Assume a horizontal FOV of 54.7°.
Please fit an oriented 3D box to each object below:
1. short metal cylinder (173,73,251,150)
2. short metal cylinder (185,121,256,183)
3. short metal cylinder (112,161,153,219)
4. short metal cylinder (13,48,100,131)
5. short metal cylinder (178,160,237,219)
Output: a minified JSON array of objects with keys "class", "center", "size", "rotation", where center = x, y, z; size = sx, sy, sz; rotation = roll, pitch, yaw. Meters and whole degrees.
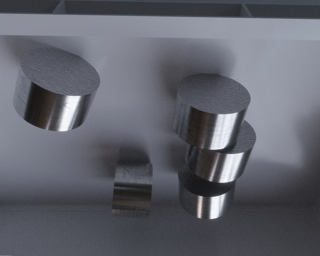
[{"class":"short metal cylinder","center":[0.057,-0.021,0.356],"size":[0.081,0.080,0.050],"rotation":[3,130,-3]},{"class":"short metal cylinder","center":[0.075,0.022,0.393],"size":[0.081,0.080,0.050],"rotation":[3,130,-3]},{"class":"short metal cylinder","center":[-0.040,0.088,0.448],"size":[0.050,0.080,0.079],"rotation":[5,130,-5]},{"class":"short metal cylinder","center":[-0.112,-0.042,0.335],"size":[0.081,0.080,0.050],"rotation":[19,127,-16]},{"class":"short metal cylinder","center":[0.067,0.082,0.444],"size":[0.080,0.080,0.050],"rotation":[-3,130,2]}]
